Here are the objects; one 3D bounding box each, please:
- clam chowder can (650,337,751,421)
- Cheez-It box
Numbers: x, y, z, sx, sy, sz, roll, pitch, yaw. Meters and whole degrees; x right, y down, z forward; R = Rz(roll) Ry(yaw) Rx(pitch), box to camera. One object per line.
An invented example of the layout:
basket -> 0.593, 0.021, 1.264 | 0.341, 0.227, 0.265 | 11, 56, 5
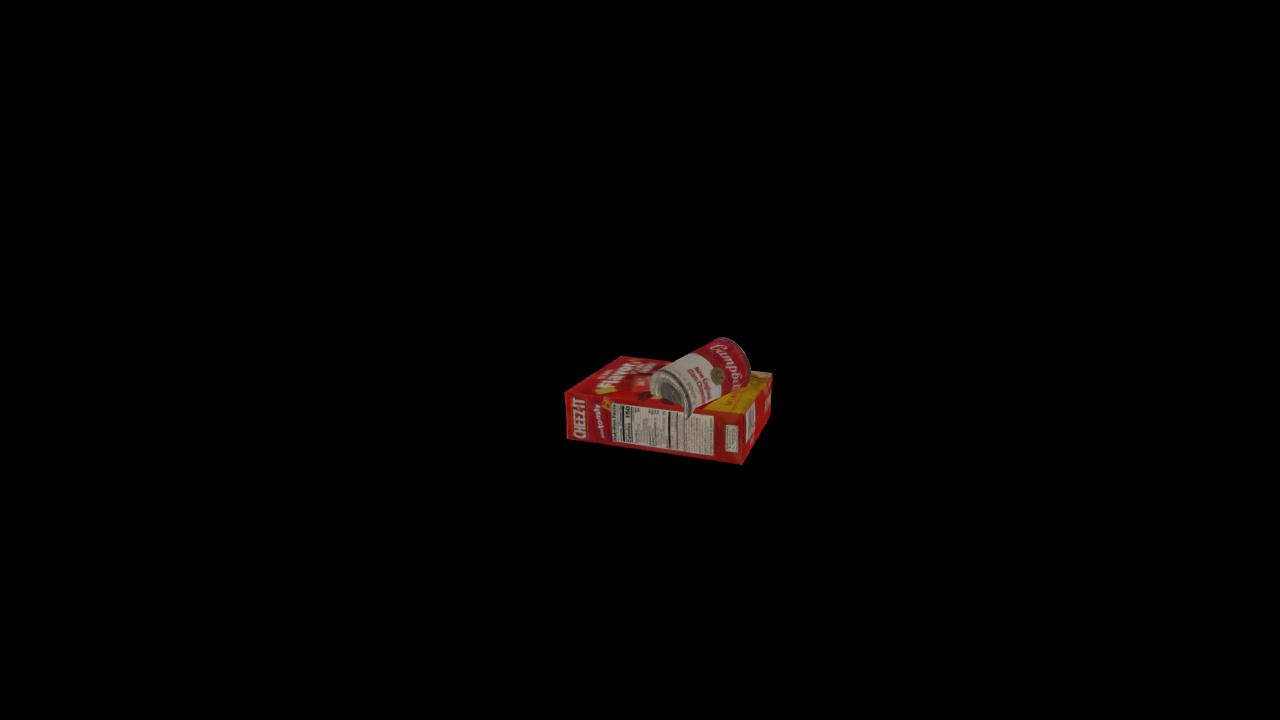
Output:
clam chowder can -> 0.069, 0.023, 0.710 | 0.102, 0.068, 0.068 | -27, 15, -31
Cheez-It box -> 0.040, 0.055, 0.768 | 0.223, 0.071, 0.166 | 6, 17, 21
